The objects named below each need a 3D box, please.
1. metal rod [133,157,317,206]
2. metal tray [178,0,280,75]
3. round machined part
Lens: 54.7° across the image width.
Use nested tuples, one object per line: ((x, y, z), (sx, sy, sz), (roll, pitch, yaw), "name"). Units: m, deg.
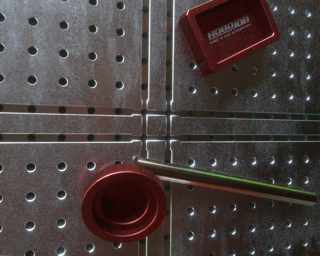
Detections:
((0.106, 0.082, 0.451), (0.302, 0.025, 0.025), (13, 86, -20), "metal rod")
((0.102, -0.143, 0.447), (0.131, 0.030, 0.090), (-29, 100, -18), "metal tray")
((-0.043, 0.086, 0.376), (0.099, 0.042, 0.097), (-3, 110, -8), "round machined part")
